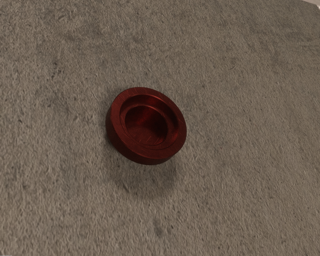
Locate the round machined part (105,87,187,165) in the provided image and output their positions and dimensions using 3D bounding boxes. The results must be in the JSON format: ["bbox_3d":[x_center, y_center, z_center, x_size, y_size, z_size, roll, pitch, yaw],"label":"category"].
[{"bbox_3d":[-0.020,0.001,0.383,0.099,0.042,0.098,14,56,-21],"label":"round machined part"}]
